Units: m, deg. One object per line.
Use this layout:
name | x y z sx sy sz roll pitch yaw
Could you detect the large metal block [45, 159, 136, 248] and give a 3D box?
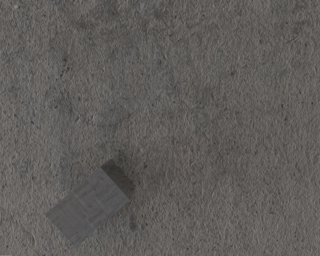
large metal block | -0.080 0.087 0.382 0.080 0.080 0.050 -41 90 0
